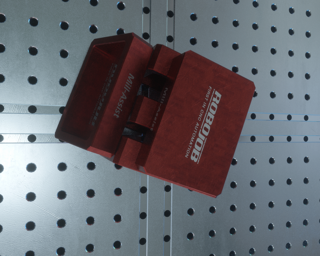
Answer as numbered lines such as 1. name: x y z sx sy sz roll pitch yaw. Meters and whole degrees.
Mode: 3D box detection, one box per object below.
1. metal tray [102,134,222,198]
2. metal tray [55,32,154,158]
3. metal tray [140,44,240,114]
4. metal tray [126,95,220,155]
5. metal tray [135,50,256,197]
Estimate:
1. metal tray: 0.000 0.044 0.377 0.131 0.090 0.030 22 83 -19
2. metal tray: -0.066 -0.039 0.351 0.030 0.090 0.130 26 81 -40
3. metal tray: 0.036 -0.055 0.390 0.131 0.090 0.030 22 84 -18
4. metal tray: 0.016 0.001 0.382 0.131 0.090 0.030 21 82 -20
5. metal tray: 0.039 -0.004 0.327 0.090 0.030 0.130 22 83 -19
